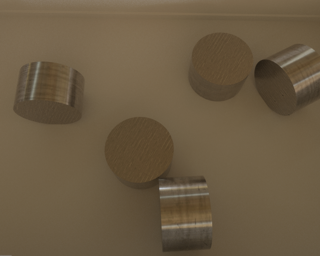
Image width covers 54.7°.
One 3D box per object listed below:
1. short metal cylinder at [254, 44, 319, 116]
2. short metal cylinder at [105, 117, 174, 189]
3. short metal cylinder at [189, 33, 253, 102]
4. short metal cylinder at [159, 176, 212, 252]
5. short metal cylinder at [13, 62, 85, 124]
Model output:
[{"bbox_3d":[0.170,-0.063,0.405,0.050,0.080,0.080,-27,73,-10],"label":"short metal cylinder"},{"bbox_3d":[-0.024,0.032,0.384,0.081,0.050,0.080,0,70,0],"label":"short metal cylinder"},{"bbox_3d":[0.082,-0.083,0.428,0.081,0.050,0.080,0,70,-1],"label":"short metal cylinder"},{"bbox_3d":[0.026,0.095,0.346,0.050,0.080,0.080,-3,70,-1],"label":"short metal cylinder"},{"bbox_3d":[-0.139,-0.042,0.394,0.081,0.080,0.050,0,70,-1],"label":"short metal cylinder"}]
